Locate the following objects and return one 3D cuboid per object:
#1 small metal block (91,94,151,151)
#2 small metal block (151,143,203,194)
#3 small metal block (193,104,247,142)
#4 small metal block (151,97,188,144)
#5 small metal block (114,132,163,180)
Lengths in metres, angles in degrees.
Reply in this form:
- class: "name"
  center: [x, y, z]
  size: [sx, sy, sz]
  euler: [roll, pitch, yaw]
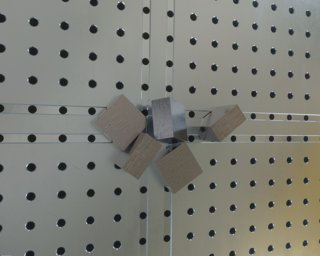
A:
- class: "small metal block"
  center: [-0.050, -0.007, 0.394]
  size: [0.050, 0.025, 0.050]
  euler: [45, 76, -14]
- class: "small metal block"
  center: [0.022, 0.052, 0.421]
  size: [0.050, 0.025, 0.050]
  euler: [-34, 102, -17]
- class: "small metal block"
  center: [0.082, -0.007, 0.429]
  size: [0.050, 0.050, 0.025]
  euler: [-38, 103, -16]
- class: "small metal block"
  center: [0.013, -0.008, 0.397]
  size: [0.025, 0.050, 0.050]
  euler: [-10, 78, 23]
- class: "small metal block"
  center: [-0.029, 0.033, 0.388]
  size: [0.025, 0.050, 0.050]
  euler: [38, 79, -16]
